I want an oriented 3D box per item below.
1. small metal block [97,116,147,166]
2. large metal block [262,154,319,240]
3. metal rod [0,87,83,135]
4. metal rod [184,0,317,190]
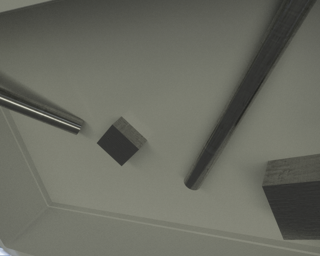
[{"bbox_3d":[-0.055,0.020,0.448,0.050,0.025,0.050,43,129,-3],"label":"small metal block"},{"bbox_3d":[0.172,0.078,0.350,0.080,0.050,0.080,-14,112,33],"label":"large metal block"},{"bbox_3d":[-0.251,-0.057,0.417,0.302,0.025,0.025,24,133,-22],"label":"metal rod"},{"bbox_3d":[0.090,-0.032,0.340,0.025,0.025,0.298,29,128,9],"label":"metal rod"}]
